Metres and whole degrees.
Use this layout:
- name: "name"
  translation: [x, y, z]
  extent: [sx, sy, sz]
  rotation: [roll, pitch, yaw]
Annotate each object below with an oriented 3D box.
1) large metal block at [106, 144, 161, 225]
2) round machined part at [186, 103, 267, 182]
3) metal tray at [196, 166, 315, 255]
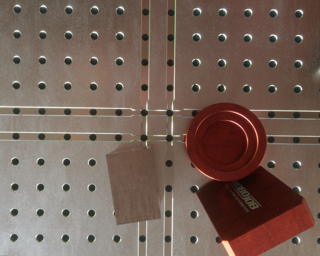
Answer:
- name: "large metal block"
  translation: [-0.030, 0.065, 0.386]
  extent: [0.050, 0.080, 0.080]
  rotation: [-9, 90, 0]
- name: "round machined part"
  translation: [0.083, 0.019, 0.400]
  extent: [0.099, 0.042, 0.097]
  rotation: [-1, 81, 4]
- name: "metal tray"
  translation: [0.100, 0.090, 0.360]
  extent: [0.090, 0.130, 0.030]
  rotation: [-28, 102, 0]
